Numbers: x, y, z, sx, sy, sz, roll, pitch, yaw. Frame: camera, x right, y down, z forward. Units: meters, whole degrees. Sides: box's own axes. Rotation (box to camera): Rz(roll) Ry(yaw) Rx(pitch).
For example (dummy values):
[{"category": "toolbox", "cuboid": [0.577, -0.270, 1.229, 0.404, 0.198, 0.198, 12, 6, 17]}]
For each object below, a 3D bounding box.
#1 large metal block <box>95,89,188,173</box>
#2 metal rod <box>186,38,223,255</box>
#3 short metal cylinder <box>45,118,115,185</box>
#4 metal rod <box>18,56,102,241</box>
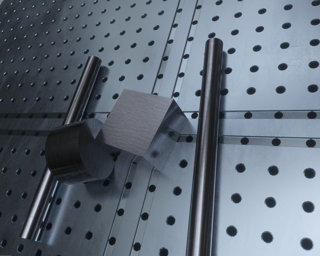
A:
[{"category": "large metal block", "cuboid": [-0.023, 0.001, 0.402, 0.080, 0.050, 0.080, 15, 70, 34]}, {"category": "metal rod", "cuboid": [0.056, 0.012, 0.370, 0.025, 0.025, 0.299, -5, 59, 25]}, {"category": "short metal cylinder", "cuboid": [-0.102, 0.031, 0.405, 0.050, 0.080, 0.080, -13, 57, 21]}, {"category": "metal rod", "cuboid": [-0.143, 0.015, 0.472, 0.025, 0.025, 0.300, -1, 61, 27]}]
